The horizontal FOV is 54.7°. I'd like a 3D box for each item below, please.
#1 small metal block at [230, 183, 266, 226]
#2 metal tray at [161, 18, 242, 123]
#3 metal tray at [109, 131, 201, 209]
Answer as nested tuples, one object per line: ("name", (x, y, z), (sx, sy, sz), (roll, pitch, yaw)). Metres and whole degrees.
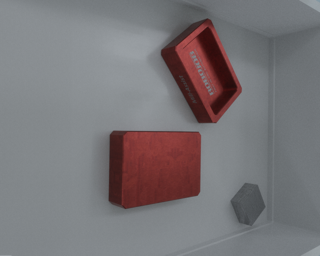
("small metal block", (0.154, 0.132, 0.540), (0.050, 0.025, 0.050), (-38, 114, -34))
("metal tray", (0.067, -0.082, 0.461), (0.090, 0.030, 0.130), (-47, 118, -30))
("metal tray", (-0.002, 0.049, 0.404), (0.131, 0.030, 0.089), (1, 89, -40))
